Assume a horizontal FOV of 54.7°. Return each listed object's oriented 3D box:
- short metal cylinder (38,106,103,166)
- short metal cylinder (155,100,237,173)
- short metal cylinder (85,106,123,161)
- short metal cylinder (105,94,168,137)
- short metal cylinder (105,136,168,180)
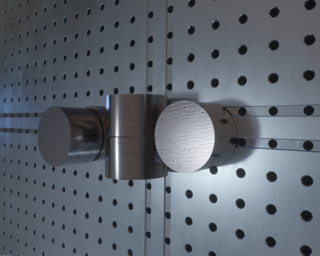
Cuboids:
[{"bbox_3d":[-0.125,0.011,0.429,0.080,0.050,0.079,0,90,40],"label":"short metal cylinder"},{"bbox_3d":[0.041,0.009,0.359,0.080,0.050,0.079,0,90,39],"label":"short metal cylinder"},{"bbox_3d":[-0.082,0.008,0.461,0.080,0.050,0.079,0,90,39],"label":"short metal cylinder"},{"bbox_3d":[-0.030,-0.016,0.399,0.080,0.081,0.050,1,92,40],"label":"short metal cylinder"},{"bbox_3d":[-0.030,0.036,0.398,0.080,0.081,0.050,-1,89,40],"label":"short metal cylinder"}]
